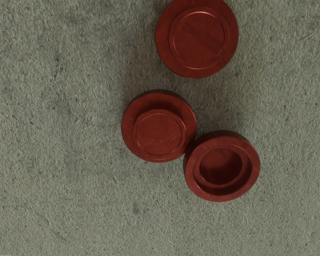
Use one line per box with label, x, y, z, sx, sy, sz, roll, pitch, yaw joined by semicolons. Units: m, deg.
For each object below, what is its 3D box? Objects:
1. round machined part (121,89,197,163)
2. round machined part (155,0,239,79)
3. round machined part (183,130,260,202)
round machined part;-0.001;0.002;0.401;0.099;0.042;0.097;0;110;0
round machined part;0.043;-0.106;0.362;0.099;0.042;0.097;0;110;0
round machined part;0.079;0.047;0.416;0.099;0.042;0.097;-1;112;-3
